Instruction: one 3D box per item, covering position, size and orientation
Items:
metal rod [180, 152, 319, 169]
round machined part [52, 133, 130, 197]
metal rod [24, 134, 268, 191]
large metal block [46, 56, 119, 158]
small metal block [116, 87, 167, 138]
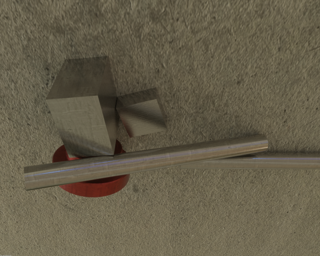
[{"bbox_3d":[0.180,0.048,0.450,0.302,0.025,0.025,0,130,-1],"label":"metal rod"},{"bbox_3d":[-0.085,0.039,0.393,0.099,0.098,0.042,9,118,-8],"label":"round machined part"},{"bbox_3d":[0.002,0.036,0.372,0.303,0.025,0.025,-6,133,-22],"label":"metal rod"},{"bbox_3d":[-0.080,-0.024,0.349,0.050,0.080,0.080,-4,130,3],"label":"large metal block"},{"bbox_3d":[-0.022,-0.019,0.391,0.050,0.025,0.050,-12,129,10],"label":"small metal block"}]
